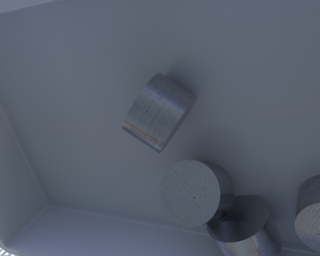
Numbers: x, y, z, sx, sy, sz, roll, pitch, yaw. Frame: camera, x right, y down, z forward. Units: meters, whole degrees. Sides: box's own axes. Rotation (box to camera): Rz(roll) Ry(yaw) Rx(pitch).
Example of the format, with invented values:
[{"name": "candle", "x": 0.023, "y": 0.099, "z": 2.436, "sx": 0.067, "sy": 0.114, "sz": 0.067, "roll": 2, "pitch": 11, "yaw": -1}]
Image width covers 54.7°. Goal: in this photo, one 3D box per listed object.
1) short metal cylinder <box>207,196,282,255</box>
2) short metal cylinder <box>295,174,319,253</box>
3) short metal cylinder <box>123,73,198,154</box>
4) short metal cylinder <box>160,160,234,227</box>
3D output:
[{"name": "short metal cylinder", "x": 0.107, "y": 0.133, "z": 0.398, "sx": 0.080, "sy": 0.080, "sz": 0.050, "roll": -14, "pitch": 113, "yaw": 33}, {"name": "short metal cylinder", "x": 0.197, "y": 0.098, "z": 0.349, "sx": 0.080, "sy": 0.050, "sz": 0.079, "roll": 13, "pitch": 124, "yaw": 20}, {"name": "short metal cylinder", "x": 0.001, "y": -0.017, "z": 0.361, "sx": 0.050, "sy": 0.080, "sz": 0.079, "roll": 34, "pitch": 129, "yaw": 6}, {"name": "short metal cylinder", "x": 0.047, "y": 0.082, "z": 0.392, "sx": 0.080, "sy": 0.050, "sz": 0.080, "roll": -7, "pitch": 77, "yaw": 30}]
